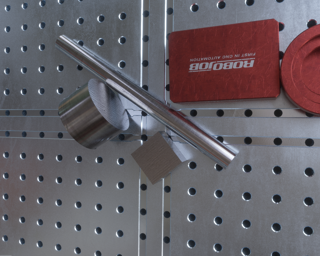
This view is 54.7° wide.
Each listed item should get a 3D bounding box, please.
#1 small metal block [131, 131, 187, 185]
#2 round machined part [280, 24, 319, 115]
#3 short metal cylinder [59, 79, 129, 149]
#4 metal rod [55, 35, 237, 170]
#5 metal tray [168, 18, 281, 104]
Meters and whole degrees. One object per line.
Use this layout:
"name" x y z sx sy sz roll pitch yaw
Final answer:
"small metal block" -0.001 0.039 0.412 0.050 0.025 0.050 -40 78 15
"round machined part" 0.184 -0.061 0.339 0.098 0.042 0.097 0 90 19
"short metal cylinder" -0.086 -0.019 0.413 0.050 0.080 0.080 -32 80 17
"metal rod" -0.029 -0.043 0.421 0.300 0.025 0.025 36 101 16
"metal tray" 0.078 -0.078 0.382 0.130 0.030 0.089 -1 90 19
